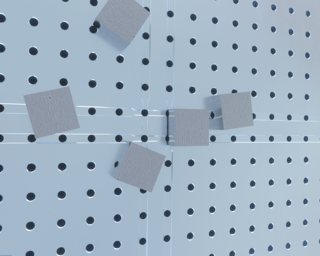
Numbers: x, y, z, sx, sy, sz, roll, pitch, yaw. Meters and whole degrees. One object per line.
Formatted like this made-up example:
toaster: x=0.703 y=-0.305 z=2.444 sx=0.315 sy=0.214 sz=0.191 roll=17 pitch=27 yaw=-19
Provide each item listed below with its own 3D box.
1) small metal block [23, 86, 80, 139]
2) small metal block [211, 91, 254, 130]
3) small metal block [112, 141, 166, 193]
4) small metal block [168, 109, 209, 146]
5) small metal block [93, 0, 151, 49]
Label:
small metal block: x=-0.127 y=-0.018 z=0.366 sx=0.050 sy=0.025 sz=0.050 roll=-15 pitch=95 yaw=-19
small metal block: x=0.105 y=-0.025 z=0.451 sx=0.050 sy=0.025 sz=0.050 roll=-8 pitch=93 yaw=-20
small metal block: x=-0.028 y=0.050 z=0.402 sx=0.050 sy=0.025 sz=0.050 roll=24 pitch=82 yaw=-19
small metal block: x=0.039 y=-0.001 z=0.427 sx=0.050 sy=0.025 sz=0.050 roll=0 pitch=90 yaw=-20
small metal block: x=-0.049 y=-0.139 z=0.394 sx=0.050 sy=0.025 sz=0.050 roll=34 pitch=79 yaw=-17
